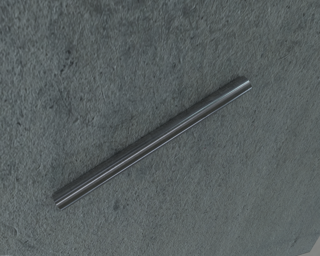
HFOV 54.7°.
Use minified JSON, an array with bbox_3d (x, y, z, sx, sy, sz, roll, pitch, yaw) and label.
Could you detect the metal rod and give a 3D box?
[{"bbox_3d":[-0.005,0.016,0.418,0.301,0.025,0.025,-32,129,-8],"label":"metal rod"}]
